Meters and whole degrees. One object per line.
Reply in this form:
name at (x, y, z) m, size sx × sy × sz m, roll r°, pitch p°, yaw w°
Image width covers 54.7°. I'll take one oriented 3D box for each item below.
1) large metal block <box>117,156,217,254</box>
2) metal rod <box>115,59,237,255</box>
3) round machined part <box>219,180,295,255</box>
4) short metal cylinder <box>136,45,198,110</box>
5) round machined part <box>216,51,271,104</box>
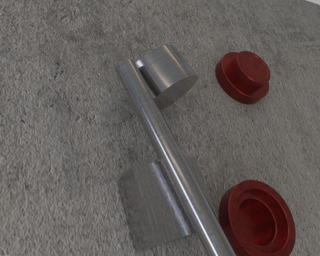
large metal block at (0.007, 0.082, 0.341) m, size 0.081 × 0.050 × 0.080 m, roll -5°, pitch 64°, yaw -30°
metal rod at (0.025, 0.055, 0.319) m, size 0.025 × 0.025 × 0.299 m, roll -16°, pitch 70°, yaw -34°
round machined part at (0.113, 0.117, 0.382) m, size 0.099 × 0.042 × 0.098 m, roll 14°, pitch 56°, yaw -21°
short metal cylinder at (0.002, -0.063, 0.408) m, size 0.081 × 0.080 × 0.050 m, roll -26°, pitch 76°, yaw -37°
round machined part at (0.148, -0.092, 0.528) m, size 0.099 × 0.042 × 0.098 m, roll 14°, pitch 56°, yaw -21°
